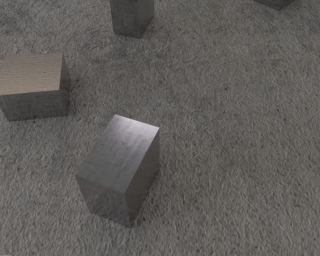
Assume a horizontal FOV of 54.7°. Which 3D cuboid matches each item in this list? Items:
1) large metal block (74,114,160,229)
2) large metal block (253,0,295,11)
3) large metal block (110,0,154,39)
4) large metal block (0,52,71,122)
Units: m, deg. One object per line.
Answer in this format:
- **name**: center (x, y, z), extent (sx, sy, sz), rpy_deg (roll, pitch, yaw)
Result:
- **large metal block**: center (-0.039, 0.046, 0.328), extent (0.050, 0.080, 0.080), rpy_deg (17, 52, 14)
- **large metal block**: center (0.237, -0.292, 0.634), extent (0.080, 0.050, 0.080), rpy_deg (-37, 59, -27)
- **large metal block**: center (-0.047, -0.219, 0.551), extent (0.050, 0.080, 0.080), rpy_deg (14, 52, 12)
- **large metal block**: center (-0.174, -0.059, 0.435), extent (0.081, 0.050, 0.080), rpy_deg (-6, 50, -5)
